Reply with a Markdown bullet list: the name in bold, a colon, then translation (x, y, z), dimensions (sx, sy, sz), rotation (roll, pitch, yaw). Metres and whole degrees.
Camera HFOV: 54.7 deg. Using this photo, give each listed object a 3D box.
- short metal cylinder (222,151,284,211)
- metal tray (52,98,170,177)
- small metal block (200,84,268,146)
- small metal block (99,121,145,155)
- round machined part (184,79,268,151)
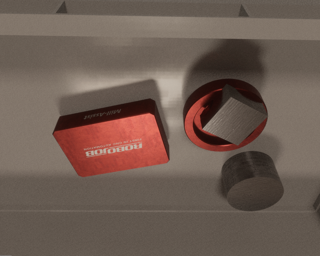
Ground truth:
- **short metal cylinder**: translation (0.136, 0.080, 0.463), dimensions (0.081, 0.050, 0.079), rotation (0, 130, 0)
- **metal tray**: translation (-0.060, 0.016, 0.409), dimensions (0.131, 0.030, 0.090), rotation (-11, 130, 8)
- **small metal block**: translation (0.081, -0.014, 0.344), dimensions (0.050, 0.025, 0.050), rotation (24, 126, -19)
- **small metal block**: translation (-0.051, 0.007, 0.415), dimensions (0.050, 0.025, 0.050), rotation (-11, 130, 9)
- **round machined part**: translation (0.078, -0.020, 0.382), dimensions (0.099, 0.042, 0.097), rotation (-1, 130, 0)
